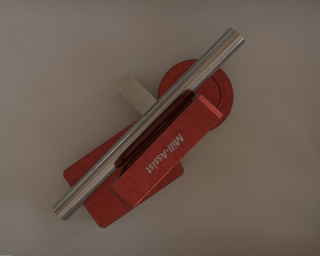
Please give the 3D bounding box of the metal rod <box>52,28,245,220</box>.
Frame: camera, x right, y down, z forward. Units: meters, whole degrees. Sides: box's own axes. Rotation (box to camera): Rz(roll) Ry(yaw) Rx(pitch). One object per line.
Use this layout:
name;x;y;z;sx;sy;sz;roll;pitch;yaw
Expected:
metal rod;-0.016;-0.002;0.371;0.025;0.025;0.300;45;94;-1

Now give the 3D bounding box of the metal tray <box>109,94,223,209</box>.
metal tray;0.006;0.020;0.340;0.030;0.090;0.130;43;96;-3

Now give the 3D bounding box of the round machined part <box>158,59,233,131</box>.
round machined part;0.046;-0.041;0.402;0.099;0.042;0.097;0;90;-1

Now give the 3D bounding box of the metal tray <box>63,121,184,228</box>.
metal tray;-0.046;0.056;0.407;0.130;0.030;0.090;-35;90;-1

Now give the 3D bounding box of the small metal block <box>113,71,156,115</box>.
small metal block;-0.030;-0.042;0.397;0.025;0.050;0.050;-45;91;0
